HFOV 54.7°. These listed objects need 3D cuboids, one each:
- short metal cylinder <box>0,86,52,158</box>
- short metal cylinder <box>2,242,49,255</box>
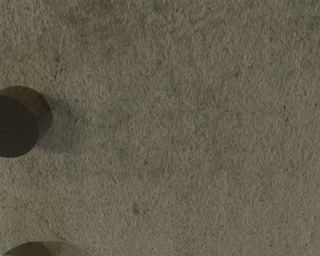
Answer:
[{"bbox_3d":[-0.185,-0.009,0.391,0.081,0.050,0.079,0,110,0],"label":"short metal cylinder"},{"bbox_3d":[-0.201,0.217,0.458,0.080,0.080,0.050,-11,110,4],"label":"short metal cylinder"}]
